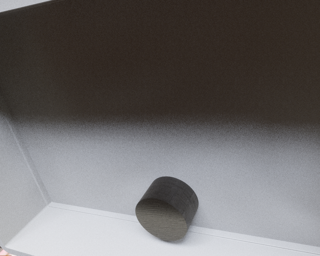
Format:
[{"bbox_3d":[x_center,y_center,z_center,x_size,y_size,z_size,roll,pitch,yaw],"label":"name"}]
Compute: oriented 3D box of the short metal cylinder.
[{"bbox_3d":[0.011,0.119,0.459,0.080,0.050,0.079,13,124,20],"label":"short metal cylinder"}]
